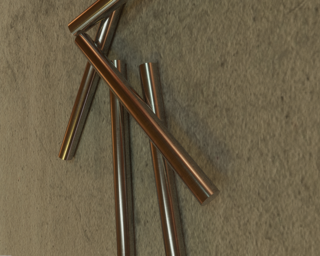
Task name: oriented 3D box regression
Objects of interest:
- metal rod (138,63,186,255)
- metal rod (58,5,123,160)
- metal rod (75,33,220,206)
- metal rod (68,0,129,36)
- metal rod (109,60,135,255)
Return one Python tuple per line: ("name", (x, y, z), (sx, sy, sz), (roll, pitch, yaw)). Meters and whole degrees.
("metal rod", (0.005, 0.063, 0.398), (0.025, 0.025, 0.298), (-14, 81, 39))
("metal rod", (-0.109, -0.082, 0.492), (0.025, 0.025, 0.298), (35, 111, 34))
("metal rod", (-0.031, -0.028, 0.394), (0.300, 0.025, 0.025), (50, 119, 27))
("metal rod", (-0.010, -0.201, 0.391), (0.300, 0.025, 0.025), (-24, 75, 30))
("metal rod", (-0.056, 0.052, 0.448), (0.025, 0.025, 0.298), (-5, 87, 39))
